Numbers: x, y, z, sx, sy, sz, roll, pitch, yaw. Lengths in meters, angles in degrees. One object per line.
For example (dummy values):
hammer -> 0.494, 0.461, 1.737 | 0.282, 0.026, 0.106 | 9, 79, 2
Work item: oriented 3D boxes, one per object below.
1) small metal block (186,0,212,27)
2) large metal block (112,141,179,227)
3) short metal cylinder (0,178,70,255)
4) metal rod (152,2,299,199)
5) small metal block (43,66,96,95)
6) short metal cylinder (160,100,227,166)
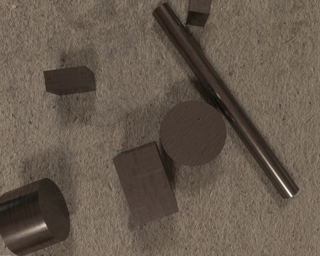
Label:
small metal block -> 0.051, -0.164, 0.398 | 0.025, 0.050, 0.050 | 9, 90, 0
large metal block -> -0.016, 0.063, 0.382 | 0.050, 0.080, 0.080 | -19, 90, 0
short metal cylinder -> -0.152, 0.108, 0.381 | 0.050, 0.080, 0.080 | -21, 90, 0
metal rod -> 0.087, -0.036, 0.411 | 0.025, 0.025, 0.299 | -35, 90, 0
small metal block -> -0.113, -0.059, 0.396 | 0.050, 0.050, 0.025 | -8, 90, 0
short metal cylinder -> 0.040, 0.006, 0.398 | 0.081, 0.050, 0.079 | 0, 90, -1
